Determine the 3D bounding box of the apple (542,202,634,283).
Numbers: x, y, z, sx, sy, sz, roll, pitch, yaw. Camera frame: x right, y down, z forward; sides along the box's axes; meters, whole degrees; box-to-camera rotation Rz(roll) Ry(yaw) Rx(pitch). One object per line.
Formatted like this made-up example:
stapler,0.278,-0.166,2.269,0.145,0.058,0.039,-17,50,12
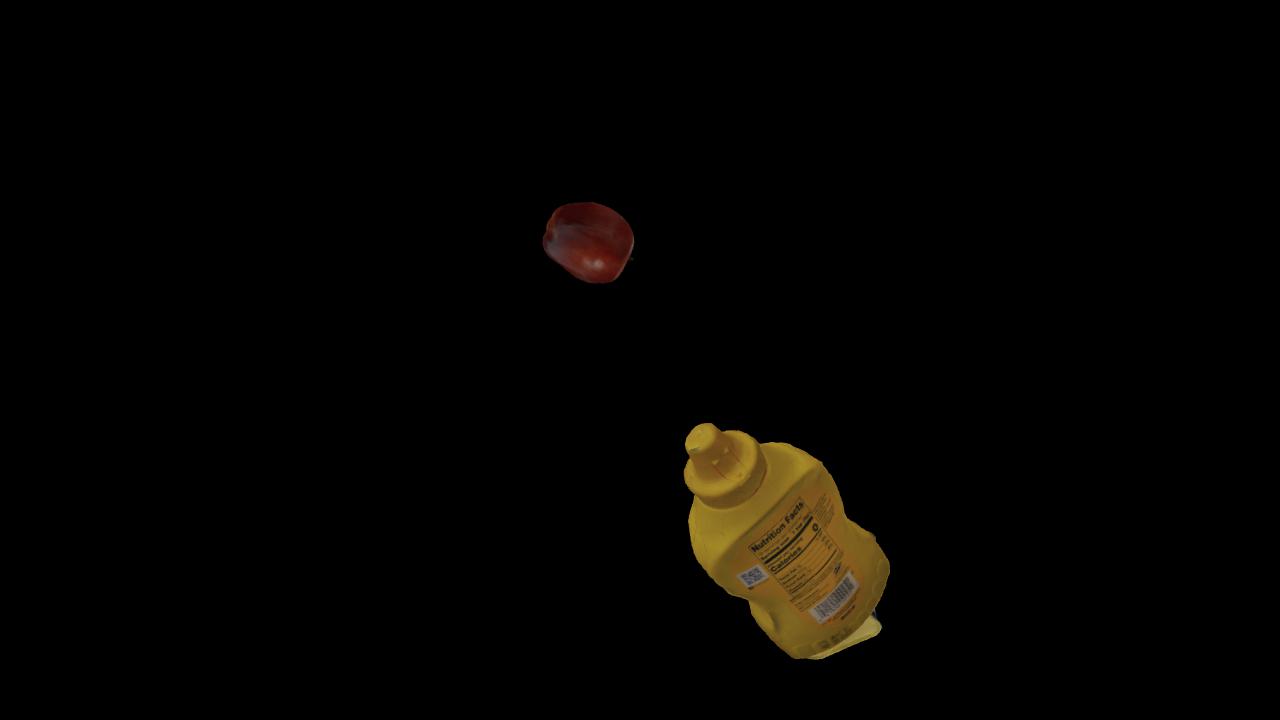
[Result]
apple,-0.050,-0.119,0.623,0.093,0.079,0.079,21,-7,-18

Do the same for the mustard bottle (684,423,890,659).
mustard bottle,0.077,0.097,0.352,0.092,0.184,0.054,-39,32,0

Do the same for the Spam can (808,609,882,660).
Spam can,0.202,0.259,0.666,0.101,0.058,0.085,-41,16,30
